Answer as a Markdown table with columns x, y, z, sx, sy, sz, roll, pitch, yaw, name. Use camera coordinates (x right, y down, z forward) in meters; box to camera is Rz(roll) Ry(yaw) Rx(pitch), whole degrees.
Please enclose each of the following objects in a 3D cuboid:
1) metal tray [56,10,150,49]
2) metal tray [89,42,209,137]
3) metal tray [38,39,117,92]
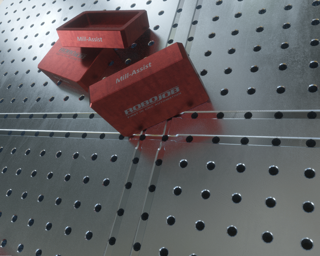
| x | y | z | sx | sy | sz | roll | pitch | yaw | name |
| --- | --- | --- | --- | --- | --- | --- | --- | --- | --- |
| -0.095 | -0.169 | 0.523 | 0.130 | 0.030 | 0.090 | 8 | 41 | 23 | metal tray |
| -0.013 | -0.044 | 0.398 | 0.130 | 0.090 | 0.030 | -24 | 53 | 13 | metal tray |
| -0.151 | -0.123 | 0.557 | 0.130 | 0.030 | 0.090 | 22 | 73 | 35 | metal tray |
